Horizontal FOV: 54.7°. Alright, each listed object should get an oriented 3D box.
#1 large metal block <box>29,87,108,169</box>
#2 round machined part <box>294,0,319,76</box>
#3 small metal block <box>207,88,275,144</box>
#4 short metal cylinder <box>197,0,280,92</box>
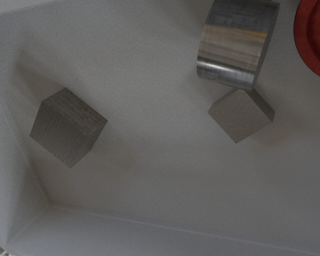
[{"bbox_3d":[-0.137,0.001,0.463,0.080,0.050,0.080,39,129,1],"label":"large metal block"},{"bbox_3d":[0.165,-0.086,0.248,0.098,0.042,0.097,22,127,32],"label":"round machined part"},{"bbox_3d":[0.091,-0.018,0.349,0.050,0.025,0.050,47,129,-6],"label":"small metal block"},{"bbox_3d":[0.072,-0.078,0.286,0.050,0.080,0.079,19,126,17],"label":"short metal cylinder"}]
